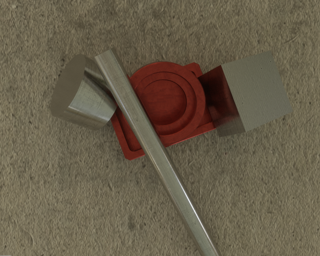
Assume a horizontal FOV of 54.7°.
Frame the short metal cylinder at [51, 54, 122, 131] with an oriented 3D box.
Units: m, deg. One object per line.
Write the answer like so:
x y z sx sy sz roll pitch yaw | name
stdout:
-0.090 -0.042 0.376 0.050 0.080 0.080 24 90 -36 | short metal cylinder

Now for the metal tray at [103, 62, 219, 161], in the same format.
0.003 -0.021 0.409 0.131 0.030 0.090 -21 90 -1 | metal tray

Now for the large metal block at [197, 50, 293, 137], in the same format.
0.105 -0.042 0.383 0.081 0.050 0.080 -20 90 -26 | large metal block

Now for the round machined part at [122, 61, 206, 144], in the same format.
0.003 -0.032 0.379 0.099 0.042 0.097 -1 105 -5 | round machined part

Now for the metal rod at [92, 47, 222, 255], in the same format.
0.006 0.048 0.367 0.025 0.025 0.299 -27 107 0 | metal rod
